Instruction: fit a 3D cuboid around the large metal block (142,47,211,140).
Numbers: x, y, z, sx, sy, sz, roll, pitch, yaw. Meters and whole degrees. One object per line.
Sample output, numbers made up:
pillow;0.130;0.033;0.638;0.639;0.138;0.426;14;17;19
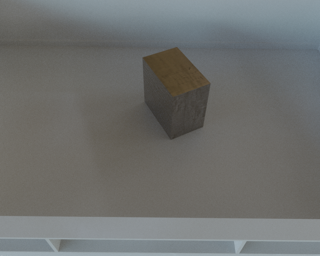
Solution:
large metal block;0.018;-0.045;0.408;0.050;0.080;0.080;-22;54;-17
